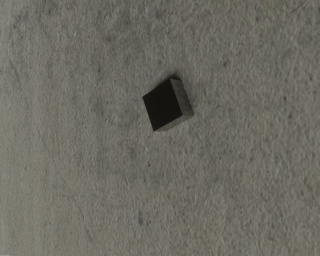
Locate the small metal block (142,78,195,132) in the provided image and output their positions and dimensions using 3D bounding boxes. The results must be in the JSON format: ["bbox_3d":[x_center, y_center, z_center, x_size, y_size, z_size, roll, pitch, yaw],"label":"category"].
[{"bbox_3d":[0.010,-0.028,0.398,0.050,0.025,0.050,-29,72,36],"label":"small metal block"}]
